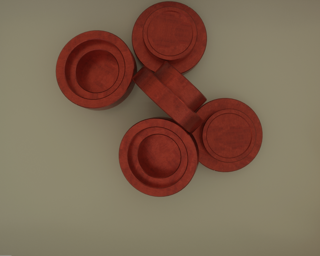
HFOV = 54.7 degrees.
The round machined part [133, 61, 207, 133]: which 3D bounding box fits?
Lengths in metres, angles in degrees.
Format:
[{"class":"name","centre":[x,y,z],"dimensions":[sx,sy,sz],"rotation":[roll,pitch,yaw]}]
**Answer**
[{"class":"round machined part","centre":[0.018,-0.042,0.372],"dimensions":[0.098,0.098,0.042],"rotation":[43,97,-1]}]

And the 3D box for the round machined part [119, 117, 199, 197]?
[{"class":"round machined part","centre":[0.001,0.034,0.395],"dimensions":[0.098,0.042,0.097],"rotation":[1,96,14]}]

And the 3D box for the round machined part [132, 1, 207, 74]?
[{"class":"round machined part","centre":[0.012,-0.117,0.403],"dimensions":[0.099,0.042,0.097],"rotation":[0,90,-1]}]

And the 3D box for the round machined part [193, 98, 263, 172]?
[{"class":"round machined part","centre":[0.086,0.009,0.404],"dimensions":[0.099,0.042,0.097],"rotation":[0,90,-1]}]

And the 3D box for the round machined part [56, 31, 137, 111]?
[{"class":"round machined part","centre":[-0.078,-0.070,0.397],"dimensions":[0.099,0.042,0.097],"rotation":[0,85,6]}]
